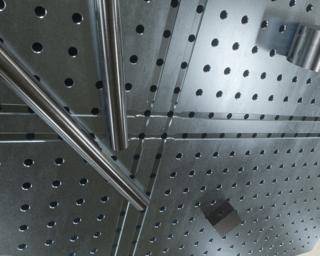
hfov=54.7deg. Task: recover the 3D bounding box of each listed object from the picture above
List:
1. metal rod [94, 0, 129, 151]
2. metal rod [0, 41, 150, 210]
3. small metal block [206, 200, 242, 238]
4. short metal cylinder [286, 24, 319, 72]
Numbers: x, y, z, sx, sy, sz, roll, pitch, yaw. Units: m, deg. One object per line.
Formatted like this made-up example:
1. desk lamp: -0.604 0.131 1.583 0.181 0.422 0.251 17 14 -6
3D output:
1. metal rod: -0.052 -0.105 0.317 0.025 0.025 0.298 -14 124 -21
2. metal rod: -0.093 0.018 0.371 0.025 0.025 0.300 -38 129 -3
3. small metal block: 0.121 0.172 0.584 0.050 0.025 0.050 -37 129 -3
4. short metal cylinder: 0.225 -0.111 0.430 0.081 0.080 0.050 -5 121 -26
